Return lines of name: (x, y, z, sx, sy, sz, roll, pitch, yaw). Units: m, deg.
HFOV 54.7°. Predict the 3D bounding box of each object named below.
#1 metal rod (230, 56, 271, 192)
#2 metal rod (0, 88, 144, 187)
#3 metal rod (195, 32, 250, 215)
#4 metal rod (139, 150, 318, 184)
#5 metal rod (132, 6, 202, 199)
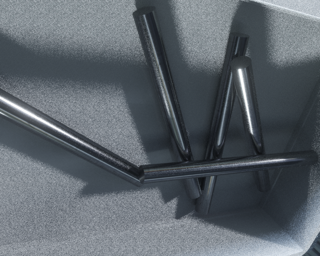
metal rod: (0.147, 0.016, 0.479, 0.025, 0.025, 0.299, -34, 135, -6)
metal rod: (-0.121, 0.002, 0.343, 0.025, 0.025, 0.301, -49, 129, 6)
metal rod: (0.087, 0.012, 0.462, 0.025, 0.025, 0.298, -8, 122, -24)
metal rod: (0.116, 0.055, 0.463, 0.303, 0.025, 0.025, -2, 120, -22)
metal rod: (0.019, -0.009, 0.413, 0.025, 0.025, 0.299, -27, 128, -12)
